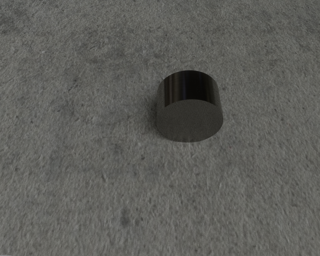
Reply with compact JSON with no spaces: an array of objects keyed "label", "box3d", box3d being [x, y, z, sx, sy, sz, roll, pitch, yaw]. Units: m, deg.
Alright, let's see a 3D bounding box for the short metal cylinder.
[{"label":"short metal cylinder","box3d":[0.036,-0.026,0.390,0.081,0.080,0.050,0,50,0]}]
